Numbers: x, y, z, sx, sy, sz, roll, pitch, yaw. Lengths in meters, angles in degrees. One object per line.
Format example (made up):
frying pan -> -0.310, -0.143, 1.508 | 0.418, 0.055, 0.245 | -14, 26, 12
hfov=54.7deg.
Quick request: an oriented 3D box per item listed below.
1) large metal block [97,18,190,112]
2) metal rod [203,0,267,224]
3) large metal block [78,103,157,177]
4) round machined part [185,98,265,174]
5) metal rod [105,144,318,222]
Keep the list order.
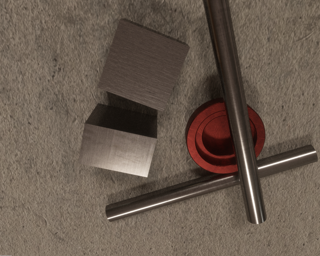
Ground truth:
large metal block -> -0.019, -0.076, 0.368 | 0.080, 0.050, 0.079 | 20, 109, -8
metal rod -> 0.090, -0.016, 0.360 | 0.025, 0.025, 0.298 | -14, 110, 5
large metal block -> -0.048, 0.012, 0.384 | 0.081, 0.080, 0.050 | 12, 110, -5
round machined part -> 0.082, 0.007, 0.404 | 0.099, 0.042, 0.097 | 0, 110, -1
metal rod -> 0.068, 0.080, 0.440 | 0.301, 0.025, 0.025 | -18, 109, 6
